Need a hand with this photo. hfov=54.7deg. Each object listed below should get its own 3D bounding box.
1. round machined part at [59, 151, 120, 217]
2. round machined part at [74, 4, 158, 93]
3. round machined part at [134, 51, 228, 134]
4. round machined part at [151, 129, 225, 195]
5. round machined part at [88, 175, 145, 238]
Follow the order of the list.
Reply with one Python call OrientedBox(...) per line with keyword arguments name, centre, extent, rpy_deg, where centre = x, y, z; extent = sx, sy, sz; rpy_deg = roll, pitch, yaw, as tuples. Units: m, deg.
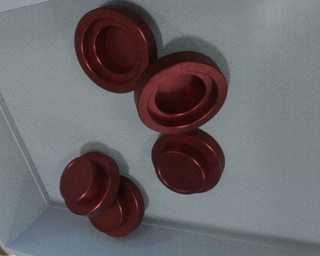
OrientedBox(name="round machined part", centre=(-0.112, 0.081, 0.466), extent=(0.098, 0.098, 0.042), rpy_deg=(-10, 153, 32))
OrientedBox(name="round machined part", centre=(-0.047, -0.093, 0.363), extent=(0.098, 0.042, 0.097), rpy_deg=(13, 124, 20))
OrientedBox(name="round machined part", centre=(0.020, -0.042, 0.339), extent=(0.099, 0.042, 0.097), rpy_deg=(-10, 137, -9))
OrientedBox(name="round machined part", centre=(0.033, 0.049, 0.410), extent=(0.098, 0.042, 0.097), rpy_deg=(13, 124, 20))
OrientedBox(name="round machined part", centre=(-0.077, 0.127, 0.492), extent=(0.098, 0.042, 0.097), rpy_deg=(3, 96, 27))
